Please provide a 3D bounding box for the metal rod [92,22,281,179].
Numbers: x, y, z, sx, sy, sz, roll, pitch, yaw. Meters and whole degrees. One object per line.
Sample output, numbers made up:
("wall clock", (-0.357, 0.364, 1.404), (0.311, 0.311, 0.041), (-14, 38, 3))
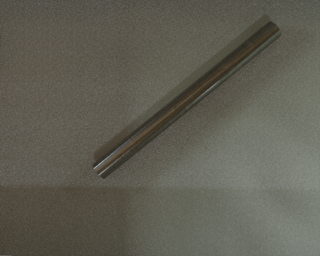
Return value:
("metal rod", (0.036, -0.037, 0.411), (0.300, 0.025, 0.025), (-39, 91, -1))
